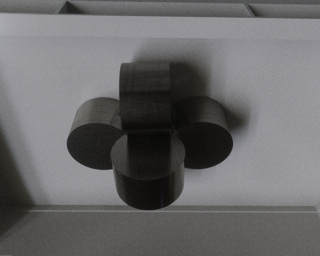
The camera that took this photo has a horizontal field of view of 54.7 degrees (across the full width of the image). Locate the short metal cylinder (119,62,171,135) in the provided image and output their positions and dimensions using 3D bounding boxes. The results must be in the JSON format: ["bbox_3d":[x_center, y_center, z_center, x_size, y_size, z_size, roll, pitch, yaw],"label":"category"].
[{"bbox_3d":[-0.014,-0.032,0.342,0.050,0.080,0.079,-2,130,1],"label":"short metal cylinder"}]

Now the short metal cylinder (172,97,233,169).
[{"bbox_3d":[0.049,0.007,0.396,0.081,0.050,0.079,0,130,0],"label":"short metal cylinder"}]

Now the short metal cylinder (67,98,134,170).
[{"bbox_3d":[-0.073,0.008,0.397,0.081,0.050,0.079,0,130,0],"label":"short metal cylinder"}]

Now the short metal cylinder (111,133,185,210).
[{"bbox_3d":[-0.012,0.045,0.350,0.080,0.080,0.050,-1,130,0],"label":"short metal cylinder"}]

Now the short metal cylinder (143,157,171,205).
[{"bbox_3d":[-0.012,0.066,0.426,0.050,0.080,0.079,-2,130,1],"label":"short metal cylinder"}]
